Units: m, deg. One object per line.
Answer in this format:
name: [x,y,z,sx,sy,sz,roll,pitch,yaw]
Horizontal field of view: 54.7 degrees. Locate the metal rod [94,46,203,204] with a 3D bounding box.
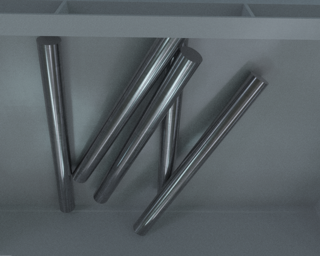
metal rod: [-0.032,0.019,0.405,0.025,0.025,0.298,20,133,-16]

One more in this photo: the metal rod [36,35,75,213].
metal rod: [-0.136,0.019,0.423,0.025,0.025,0.298,5,130,-5]

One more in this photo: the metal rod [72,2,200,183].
metal rod: [-0.047,-0.017,0.376,0.025,0.025,0.298,23,132,-19]

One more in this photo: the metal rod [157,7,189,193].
metal rod: [0.013,-0.003,0.406,0.025,0.025,0.298,2,130,-2]

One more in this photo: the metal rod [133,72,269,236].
metal rod: [0.042,0.052,0.429,0.025,0.025,0.298,24,119,-19]
